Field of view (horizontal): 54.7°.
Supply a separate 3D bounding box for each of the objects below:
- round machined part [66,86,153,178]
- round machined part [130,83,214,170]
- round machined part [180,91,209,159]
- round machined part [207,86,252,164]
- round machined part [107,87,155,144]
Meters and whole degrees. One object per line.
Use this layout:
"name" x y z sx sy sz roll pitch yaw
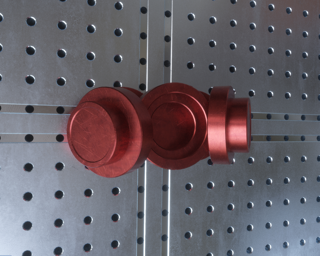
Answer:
"round machined part" -0.060 0.005 0.328 0.042 0.098 0.097 -9 94 -58
"round machined part" 0.011 -0.002 0.363 0.099 0.042 0.097 0 90 -21
"round machined part" 0.047 -0.003 0.422 0.099 0.042 0.097 0 90 -21
"round machined part" 0.089 -0.004 0.384 0.042 0.098 0.097 0 90 20
"round machined part" -0.045 -0.003 0.387 0.099 0.042 0.097 0 90 -21
